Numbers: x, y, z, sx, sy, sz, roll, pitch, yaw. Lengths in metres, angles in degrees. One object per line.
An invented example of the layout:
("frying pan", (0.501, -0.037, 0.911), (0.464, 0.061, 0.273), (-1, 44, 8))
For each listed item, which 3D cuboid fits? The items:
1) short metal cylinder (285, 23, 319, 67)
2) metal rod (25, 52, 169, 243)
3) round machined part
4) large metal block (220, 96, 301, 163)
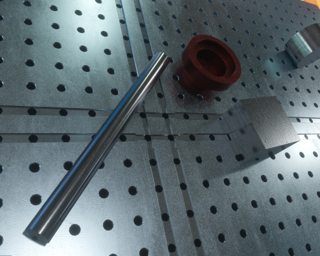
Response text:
("short metal cylinder", (0.309, -0.170, 0.643), (0.081, 0.080, 0.050), (-14, 69, -34))
("metal rod", (-0.055, -0.003, 0.379), (0.025, 0.025, 0.301), (34, 51, -6))
("round machined part", (0.078, -0.099, 0.500), (0.099, 0.042, 0.098), (14, 56, -21))
("large metal block", (0.153, 0.000, 0.474), (0.081, 0.050, 0.080), (-9, 66, -32))
